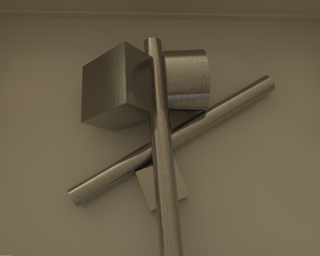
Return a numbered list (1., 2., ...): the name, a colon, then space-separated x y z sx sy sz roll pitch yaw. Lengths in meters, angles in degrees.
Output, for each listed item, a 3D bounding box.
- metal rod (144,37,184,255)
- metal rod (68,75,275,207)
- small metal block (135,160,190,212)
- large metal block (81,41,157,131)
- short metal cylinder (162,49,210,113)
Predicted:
1. metal rod: 0.002 0.022 0.373 0.025 0.025 0.299 -4 69 -2
2. metal rod: 0.023 0.011 0.403 0.302 0.025 0.025 -30 73 -11
3. small metal block: 0.003 0.071 0.382 0.050 0.025 0.050 -20 71 -8
4. large metal block: -0.053 -0.049 0.392 0.080 0.050 0.080 -19 65 36
5. short metal cylinder: 0.031 -0.060 0.401 0.050 0.080 0.080 -4 70 -3
